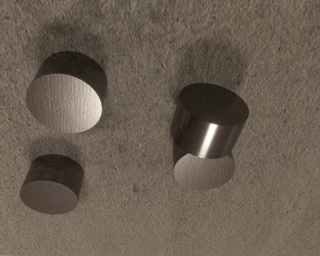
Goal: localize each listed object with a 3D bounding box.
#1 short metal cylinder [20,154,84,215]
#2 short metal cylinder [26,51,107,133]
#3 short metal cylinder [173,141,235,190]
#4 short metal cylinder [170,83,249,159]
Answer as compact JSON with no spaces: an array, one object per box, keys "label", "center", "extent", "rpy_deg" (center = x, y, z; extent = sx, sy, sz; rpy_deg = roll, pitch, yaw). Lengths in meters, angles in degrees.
[{"label":"short metal cylinder","center":[-0.158,0.085,0.460],"extent":[0.081,0.050,0.079],"rpy_deg":[0,130,0]},{"label":"short metal cylinder","center":[-0.104,-0.040,0.355],"extent":[0.081,0.050,0.079],"rpy_deg":[0,130,0]},{"label":"short metal cylinder","center":[0.058,0.041,0.426],"extent":[0.081,0.050,0.079],"rpy_deg":[0,130,0]},{"label":"short metal cylinder","center":[0.057,-0.010,0.364],"extent":[0.081,0.080,0.050],"rpy_deg":[8,130,-7]}]
